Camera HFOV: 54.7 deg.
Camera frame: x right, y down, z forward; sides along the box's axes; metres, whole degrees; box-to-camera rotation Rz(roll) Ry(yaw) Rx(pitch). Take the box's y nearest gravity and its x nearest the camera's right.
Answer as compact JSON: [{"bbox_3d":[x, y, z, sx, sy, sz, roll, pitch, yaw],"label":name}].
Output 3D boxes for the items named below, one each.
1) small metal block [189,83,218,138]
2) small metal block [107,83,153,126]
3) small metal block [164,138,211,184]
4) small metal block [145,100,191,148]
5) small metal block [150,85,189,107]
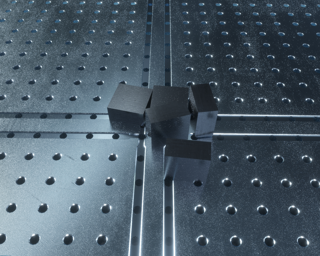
[{"bbox_3d":[0.056,-0.023,0.412,0.025,0.050,0.050,-6,50,-5],"label":"small metal block"},{"bbox_3d":[-0.040,-0.033,0.435,0.050,0.025,0.050,11,51,9],"label":"small metal block"},{"bbox_3d":[0.031,0.039,0.359,0.050,0.050,0.025,5,50,4],"label":"small metal block"},{"bbox_3d":[0.010,-0.004,0.395,0.050,0.050,0.025,-13,52,-11],"label":"small metal block"},{"bbox_3d":[0.014,-0.032,0.435,0.050,0.025,0.050,4,50,3],"label":"small metal block"}]
